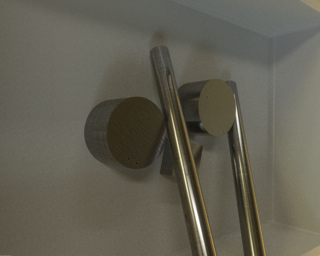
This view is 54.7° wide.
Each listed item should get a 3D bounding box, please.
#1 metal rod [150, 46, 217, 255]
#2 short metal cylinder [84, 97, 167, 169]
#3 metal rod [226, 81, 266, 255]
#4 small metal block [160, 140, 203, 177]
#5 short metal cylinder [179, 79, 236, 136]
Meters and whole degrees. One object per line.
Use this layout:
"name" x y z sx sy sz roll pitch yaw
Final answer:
"metal rod" 0.027 0.036 0.358 0.025 0.025 0.299 7 63 -40
"short metal cylinder" -0.039 0.005 0.359 0.081 0.050 0.079 0 90 -40
"metal rod" 0.112 0.057 0.426 0.025 0.025 0.299 28 48 -37
"small metal block" 0.031 0.044 0.435 0.050 0.025 0.050 17 79 -39
"short metal cylinder" 0.065 -0.028 0.447 0.081 0.050 0.079 0 90 -40
